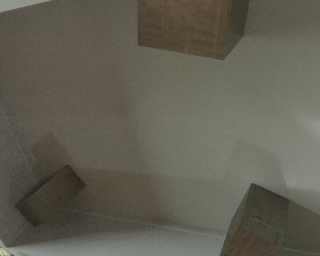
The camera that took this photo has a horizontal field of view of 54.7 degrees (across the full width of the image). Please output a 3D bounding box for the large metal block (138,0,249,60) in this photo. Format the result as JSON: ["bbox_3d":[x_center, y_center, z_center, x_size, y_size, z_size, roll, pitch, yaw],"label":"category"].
[{"bbox_3d":[0.034,-0.106,0.289,0.080,0.080,0.050,15,124,19],"label":"large metal block"}]

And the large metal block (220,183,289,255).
[{"bbox_3d":[0.118,0.132,0.392,0.050,0.080,0.079,24,127,13],"label":"large metal block"}]

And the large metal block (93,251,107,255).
[{"bbox_3d":[-0.128,0.318,0.657,0.080,0.050,0.080,47,129,-5],"label":"large metal block"}]

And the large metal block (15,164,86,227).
[{"bbox_3d":[-0.191,0.119,0.545,0.080,0.080,0.050,-32,101,38],"label":"large metal block"}]
